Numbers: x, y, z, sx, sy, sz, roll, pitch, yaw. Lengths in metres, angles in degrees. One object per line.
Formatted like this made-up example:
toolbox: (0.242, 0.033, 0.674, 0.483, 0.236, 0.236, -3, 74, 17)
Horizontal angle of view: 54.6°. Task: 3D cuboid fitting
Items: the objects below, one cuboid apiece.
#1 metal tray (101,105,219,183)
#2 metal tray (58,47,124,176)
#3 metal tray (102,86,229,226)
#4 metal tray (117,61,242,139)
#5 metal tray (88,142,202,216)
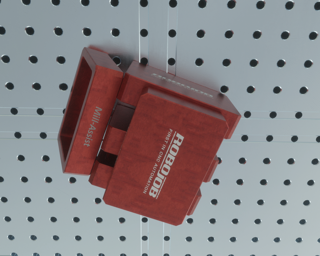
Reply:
metal tray: (0.000, 0.016, 0.383, 0.131, 0.090, 0.030, 18, 108, -8)
metal tray: (-0.087, -0.021, 0.367, 0.030, 0.090, 0.129, 12, 111, -28)
metal tray: (0.003, 0.032, 0.326, 0.090, 0.030, 0.129, 20, 109, -7)
metal tray: (0.021, -0.036, 0.364, 0.131, 0.090, 0.030, 20, 109, -7)
metal tray: (-0.017, 0.057, 0.399, 0.131, 0.090, 0.030, 20, 109, -8)
